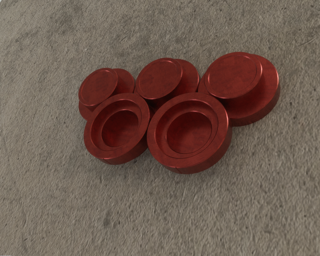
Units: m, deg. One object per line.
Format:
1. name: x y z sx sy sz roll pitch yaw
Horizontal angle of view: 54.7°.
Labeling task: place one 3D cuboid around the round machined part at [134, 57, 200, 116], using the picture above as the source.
1. round machined part: 0.006 -0.057 0.425 0.098 0.042 0.098 -13 56 20

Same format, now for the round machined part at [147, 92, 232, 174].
1. round machined part: 0.037 0.010 0.368 0.098 0.042 0.098 -13 56 20

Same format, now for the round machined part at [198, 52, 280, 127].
1. round machined part: 0.093 -0.054 0.378 0.098 0.042 0.098 -13 56 20

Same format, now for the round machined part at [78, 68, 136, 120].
1. round machined part: -0.083 -0.052 0.468 0.098 0.042 0.098 -13 56 20

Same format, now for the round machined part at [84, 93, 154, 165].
1. round machined part: -0.049 0.005 0.416 0.098 0.042 0.098 -13 56 20
